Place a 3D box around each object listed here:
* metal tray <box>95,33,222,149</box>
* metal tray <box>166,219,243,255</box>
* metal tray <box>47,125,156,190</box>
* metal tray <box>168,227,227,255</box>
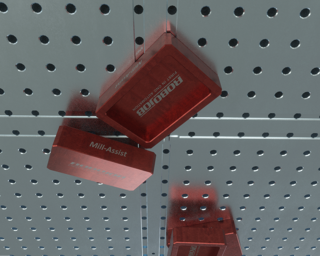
[{"bbox_3d":[-0.003,-0.038,0.375,0.090,0.030,0.130,36,121,-27],"label":"metal tray"},{"bbox_3d":[0.087,0.223,0.600,0.130,0.030,0.090,-14,129,11],"label":"metal tray"},{"bbox_3d":[-0.082,0.046,0.427,0.131,0.030,0.090,18,148,-16],"label":"metal tray"},{"bbox_3d":[0.062,0.230,0.565,0.091,0.030,0.129,3,130,-4],"label":"metal tray"}]
